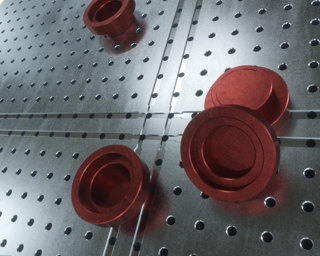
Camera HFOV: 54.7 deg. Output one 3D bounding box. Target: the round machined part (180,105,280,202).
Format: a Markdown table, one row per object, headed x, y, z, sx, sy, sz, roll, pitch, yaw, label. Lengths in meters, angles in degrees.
| x | y | z | sx | sy | sz | roll | pitch | yaw | label |
| --- | --- | --- | --- | --- | --- | --- | --- | --- | --- |
| 0.074 | 0.024 | 0.324 | 0.098 | 0.042 | 0.097 | 5 | 100 | 31 | round machined part |

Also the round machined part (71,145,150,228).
| x | y | z | sx | sy | sz | roll | pitch | yaw | label |
| --- | --- | --- | --- | --- | --- | --- | --- | --- | --- |
| -0.056 | 0.073 | 0.380 | 0.098 | 0.042 | 0.098 | -13 | 56 | 20 | round machined part |

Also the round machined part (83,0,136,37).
| x | y | z | sx | sy | sz | roll | pitch | yaw | label |
| --- | --- | --- | --- | --- | --- | --- | --- | --- | --- |
| -0.088 | -0.207 | 0.568 | 0.098 | 0.042 | 0.098 | -13 | 56 | 20 | round machined part |

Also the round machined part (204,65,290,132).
| x | y | z | sx | sy | sz | roll | pitch | yaw | label |
| --- | --- | --- | --- | --- | --- | --- | --- | --- | --- |
| 0.099 | -0.035 | 0.366 | 0.098 | 0.042 | 0.098 | -13 | 56 | 20 | round machined part |
